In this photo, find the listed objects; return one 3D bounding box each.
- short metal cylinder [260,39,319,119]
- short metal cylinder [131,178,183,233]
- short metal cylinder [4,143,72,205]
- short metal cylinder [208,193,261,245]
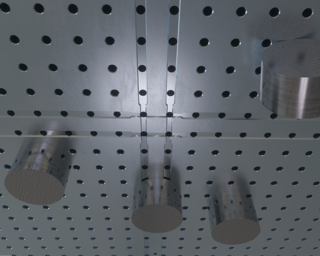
[{"bbox_3d":[0.150,-0.054,0.331,0.080,0.080,0.050,-7,130,6],"label":"short metal cylinder"},{"bbox_3d":[-0.004,0.127,0.503,0.081,0.050,0.079,0,130,0],"label":"short metal cylinder"},{"bbox_3d":[-0.175,0.068,0.451,0.081,0.050,0.079,0,130,0],"label":"short metal cylinder"},{"bbox_3d":[0.125,0.156,0.529,0.081,0.050,0.079,0,130,0],"label":"short metal cylinder"}]
